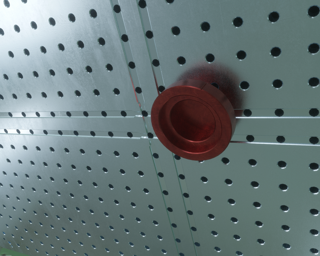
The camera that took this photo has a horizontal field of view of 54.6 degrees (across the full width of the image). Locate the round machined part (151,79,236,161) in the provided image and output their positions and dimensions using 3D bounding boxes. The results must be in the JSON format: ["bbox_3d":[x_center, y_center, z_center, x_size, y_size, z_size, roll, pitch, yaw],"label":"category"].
[{"bbox_3d":[0.042,-0.013,0.371,0.098,0.042,0.097,13,124,21],"label":"round machined part"}]
